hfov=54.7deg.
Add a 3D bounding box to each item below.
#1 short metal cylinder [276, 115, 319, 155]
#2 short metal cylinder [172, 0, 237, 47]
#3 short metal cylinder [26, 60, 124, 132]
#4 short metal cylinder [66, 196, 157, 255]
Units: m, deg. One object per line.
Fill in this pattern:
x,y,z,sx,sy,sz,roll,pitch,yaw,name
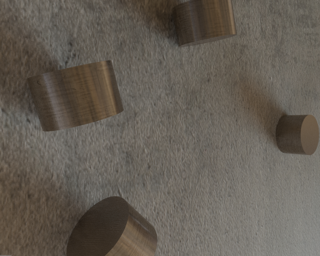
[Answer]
0.279,0.013,0.626,0.081,0.050,0.079,0,90,-40,short metal cylinder
0.060,-0.144,0.421,0.081,0.080,0.050,-19,103,-39,short metal cylinder
-0.081,-0.032,0.302,0.081,0.080,0.050,-22,104,-38,short metal cylinder
-0.050,0.120,0.329,0.050,0.080,0.080,51,60,-28,short metal cylinder
